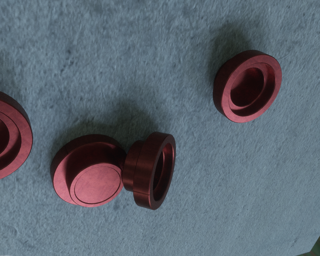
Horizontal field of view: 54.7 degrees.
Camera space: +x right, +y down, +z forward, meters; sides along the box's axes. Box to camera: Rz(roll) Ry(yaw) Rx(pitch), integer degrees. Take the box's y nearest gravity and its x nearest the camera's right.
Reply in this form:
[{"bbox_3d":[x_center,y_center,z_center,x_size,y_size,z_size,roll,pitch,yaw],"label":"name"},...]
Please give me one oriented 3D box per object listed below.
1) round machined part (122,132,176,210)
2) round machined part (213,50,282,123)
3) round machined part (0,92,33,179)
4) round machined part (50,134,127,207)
[{"bbox_3d":[-0.015,0.052,0.400,0.098,0.042,0.097,10,91,-72],"label":"round machined part"},{"bbox_3d":[0.113,-0.059,0.423,0.099,0.042,0.097,-14,125,-21],"label":"round machined part"},{"bbox_3d":[-0.179,0.004,0.301,0.099,0.042,0.097,-14,125,-21],"label":"round machined part"},{"bbox_3d":[-0.083,0.060,0.389,0.099,0.042,0.097,-14,125,-21],"label":"round machined part"}]
